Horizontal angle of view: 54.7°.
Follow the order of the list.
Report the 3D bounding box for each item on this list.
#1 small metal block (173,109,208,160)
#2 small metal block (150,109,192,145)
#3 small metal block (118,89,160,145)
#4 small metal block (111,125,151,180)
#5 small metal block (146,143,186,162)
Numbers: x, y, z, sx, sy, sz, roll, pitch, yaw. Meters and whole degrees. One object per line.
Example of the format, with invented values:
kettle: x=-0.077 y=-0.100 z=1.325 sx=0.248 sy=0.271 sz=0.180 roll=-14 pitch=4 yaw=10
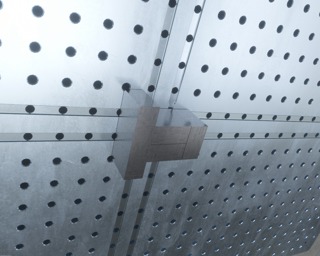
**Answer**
small metal block: x=0.034 y=0.008 z=0.419 sx=0.025 sy=0.050 sz=0.050 roll=0 pitch=119 yaw=-29
small metal block: x=0.004 y=-0.003 z=0.396 sx=0.050 sy=0.050 sz=0.025 roll=0 pitch=119 yaw=-29
small metal block: x=-0.027 y=-0.014 z=0.372 sx=0.025 sy=0.050 sz=0.050 roll=0 pitch=119 yaw=-29
small metal block: x=-0.038 y=0.030 z=0.393 sx=0.025 sy=0.050 sz=0.050 roll=0 pitch=119 yaw=-29
small metal block: x=-0.002 y=0.019 z=0.406 sx=0.050 sy=0.050 sz=0.025 roll=0 pitch=119 yaw=-29
